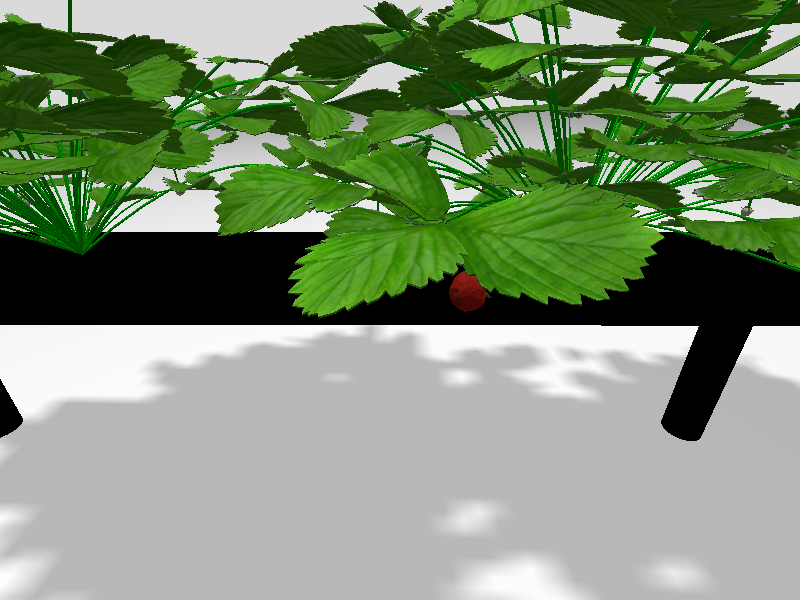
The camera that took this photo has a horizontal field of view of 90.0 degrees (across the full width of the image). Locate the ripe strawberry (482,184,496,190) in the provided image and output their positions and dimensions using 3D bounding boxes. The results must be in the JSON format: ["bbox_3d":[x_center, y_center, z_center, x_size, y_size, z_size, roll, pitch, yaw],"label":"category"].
[{"bbox_3d":[0.121,-0.143,0.526,0.032,0.036,0.034,-5,27,-9],"label":"ripe strawberry"}]

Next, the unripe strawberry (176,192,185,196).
[{"bbox_3d":[-0.311,-0.154,0.566,0.013,0.012,0.012,-2,27,-4],"label":"unripe strawberry"}]

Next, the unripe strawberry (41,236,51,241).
[{"bbox_3d":[-0.355,-0.061,0.402,0.010,0.010,0.009,15,31,26],"label":"unripe strawberry"}]

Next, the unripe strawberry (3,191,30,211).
[{"bbox_3d":[-0.482,-0.123,0.503,0.027,0.026,0.024,-9,15,45],"label":"unripe strawberry"}]

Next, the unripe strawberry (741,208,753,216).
[{"bbox_3d":[0.397,-0.101,0.458,0.010,0.010,0.011,-11,29,-21],"label":"unripe strawberry"}]

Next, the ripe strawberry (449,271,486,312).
[{"bbox_3d":[0.044,-0.005,0.268,0.027,0.028,0.024,-25,36,-38],"label":"ripe strawberry"}]
